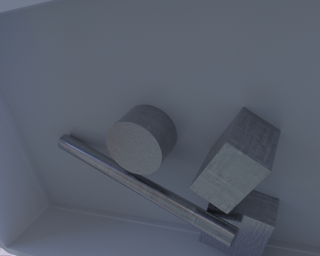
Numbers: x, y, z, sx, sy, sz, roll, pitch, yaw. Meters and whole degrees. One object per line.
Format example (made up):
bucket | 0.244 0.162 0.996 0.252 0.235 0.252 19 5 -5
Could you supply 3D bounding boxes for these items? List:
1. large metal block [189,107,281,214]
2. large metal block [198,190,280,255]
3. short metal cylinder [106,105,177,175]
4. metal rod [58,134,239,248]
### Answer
large metal block | 0.085 0.035 0.349 0.050 0.080 0.079 34 129 5
large metal block | 0.104 0.124 0.414 0.080 0.050 0.079 19 126 17
short metal cylinder | -0.024 0.015 0.413 0.080 0.050 0.079 13 124 20
metal rod | -0.034 0.076 0.434 0.300 0.025 0.025 24 128 27
